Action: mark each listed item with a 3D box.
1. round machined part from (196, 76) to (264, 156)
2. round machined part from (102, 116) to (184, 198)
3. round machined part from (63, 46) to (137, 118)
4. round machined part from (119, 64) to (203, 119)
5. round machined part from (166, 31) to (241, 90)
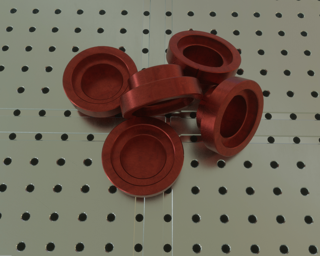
[{"bbox_3d":[0.084,-0.017,0.389,0.042,0.098,0.098,26,69,43],"label":"round machined part"},{"bbox_3d":[-0.020,0.038,0.389,0.099,0.042,0.098,0,70,0],"label":"round machined part"},{"bbox_3d":[-0.078,-0.059,0.423,0.099,0.042,0.098,0,70,0],"label":"round machined part"},{"bbox_3d":[-0.001,-0.044,0.372,0.099,0.098,0.042,-13,82,-5],"label":"round machined part"},{"bbox_3d":[0.056,-0.089,0.423,0.099,0.042,0.098,8,45,-8],"label":"round machined part"}]
